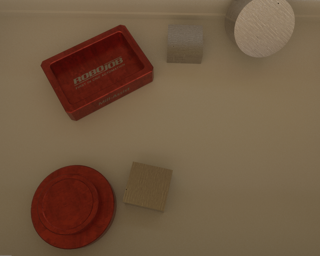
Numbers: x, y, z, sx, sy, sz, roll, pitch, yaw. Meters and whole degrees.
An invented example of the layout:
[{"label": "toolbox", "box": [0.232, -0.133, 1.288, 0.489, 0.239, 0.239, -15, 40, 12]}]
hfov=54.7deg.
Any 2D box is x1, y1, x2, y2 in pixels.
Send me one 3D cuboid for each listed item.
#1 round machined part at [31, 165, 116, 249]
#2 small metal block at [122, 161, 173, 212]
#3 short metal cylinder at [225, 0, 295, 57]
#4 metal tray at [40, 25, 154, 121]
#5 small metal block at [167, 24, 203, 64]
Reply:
[{"label": "round machined part", "box": [-0.103, 0.091, 0.366, 0.099, 0.042, 0.098, 0, 70, -1]}, {"label": "small metal block", "box": [-0.014, 0.073, 0.383, 0.050, 0.025, 0.050, 12, 70, 4]}, {"label": "short metal cylinder", "box": [0.135, -0.144, 0.428, 0.081, 0.079, 0.050, -5, 30, -2]}, {"label": "metal tray", "box": [-0.086, -0.079, 0.434, 0.131, 0.030, 0.090, -29, 73, -11]}, {"label": "small metal block", "box": [0.036, -0.123, 0.455, 0.050, 0.025, 0.050, 2, 70, 0]}]
